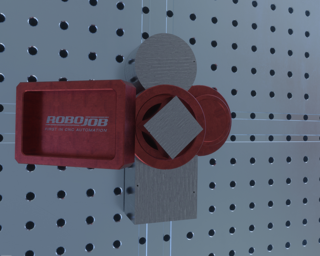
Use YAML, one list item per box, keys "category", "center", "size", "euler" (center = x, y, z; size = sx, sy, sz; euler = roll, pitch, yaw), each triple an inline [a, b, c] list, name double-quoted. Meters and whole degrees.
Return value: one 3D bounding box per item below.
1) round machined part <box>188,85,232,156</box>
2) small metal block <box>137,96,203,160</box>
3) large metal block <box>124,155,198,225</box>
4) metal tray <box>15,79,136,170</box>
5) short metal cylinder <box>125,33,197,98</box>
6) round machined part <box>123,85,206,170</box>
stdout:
- category: "round machined part"
  center: [0.056, -0.010, 0.423]
  size: [0.099, 0.042, 0.097]
  euler: [0, 90, -20]
- category: "small metal block"
  center: [0.012, -0.001, 0.351]
  size: [0.050, 0.025, 0.050]
  euler: [-43, 104, -15]
- category: "large metal block"
  center: [0.000, 0.073, 0.396]
  size: [0.081, 0.050, 0.080]
  euler: [1, 90, -20]
- category: "metal tray"
  center: [-0.093, -0.005, 0.337]
  size: [0.130, 0.030, 0.089]
  euler: [1, 90, 17]
- category: "short metal cylinder"
  center: [0.000, -0.075, 0.399]
  size: [0.081, 0.050, 0.080]
  euler: [0, 90, -20]
- category: "round machined part"
  center: [0.002, -0.001, 0.373]
  size: [0.099, 0.042, 0.097]
  euler: [0, 90, -20]
